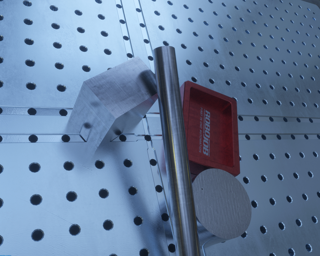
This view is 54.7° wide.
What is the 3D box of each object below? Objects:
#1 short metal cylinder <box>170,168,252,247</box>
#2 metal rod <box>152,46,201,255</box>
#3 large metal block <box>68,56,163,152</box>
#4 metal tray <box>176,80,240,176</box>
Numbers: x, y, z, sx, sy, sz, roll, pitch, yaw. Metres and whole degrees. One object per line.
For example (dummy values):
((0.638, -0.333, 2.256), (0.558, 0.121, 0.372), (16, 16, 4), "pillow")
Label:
((0.059, 0.094, 0.366), (0.081, 0.050, 0.080), (14, 56, -21), "short metal cylinder")
((0.021, 0.061, 0.323), (0.025, 0.025, 0.298), (-2, 81, -29), "metal rod")
((-0.051, -0.028, 0.362), (0.050, 0.080, 0.080), (49, 51, 6), "large metal block")
((0.065, 0.003, 0.437), (0.091, 0.030, 0.130), (19, 54, -17), "metal tray")
